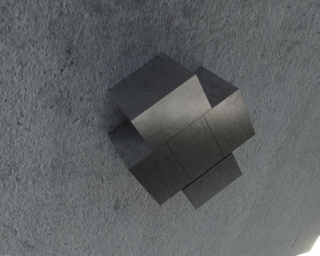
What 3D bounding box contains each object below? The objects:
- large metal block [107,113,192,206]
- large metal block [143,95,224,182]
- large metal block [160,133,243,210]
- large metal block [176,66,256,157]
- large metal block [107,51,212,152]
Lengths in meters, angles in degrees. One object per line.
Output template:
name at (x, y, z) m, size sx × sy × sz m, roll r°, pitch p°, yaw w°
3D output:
large metal block at (-0.014, 0.037, 0.390) m, size 0.050 × 0.080 × 0.080 m, roll -37°, pitch 130°, yaw -4°
large metal block at (0.027, 0.008, 0.394) m, size 0.050 × 0.080 × 0.080 m, roll -37°, pitch 130°, yaw -4°
large metal block at (0.054, 0.052, 0.437) m, size 0.080 × 0.080 × 0.050 m, roll -36°, pitch 130°, yaw -5°
large metal block at (0.068, -0.022, 0.399) m, size 0.050 × 0.080 × 0.080 m, roll -37°, pitch 130°, yaw -4°
large metal block at (-0.003, -0.033, 0.353) m, size 0.080 × 0.080 × 0.050 m, roll -36°, pitch 130°, yaw -5°
